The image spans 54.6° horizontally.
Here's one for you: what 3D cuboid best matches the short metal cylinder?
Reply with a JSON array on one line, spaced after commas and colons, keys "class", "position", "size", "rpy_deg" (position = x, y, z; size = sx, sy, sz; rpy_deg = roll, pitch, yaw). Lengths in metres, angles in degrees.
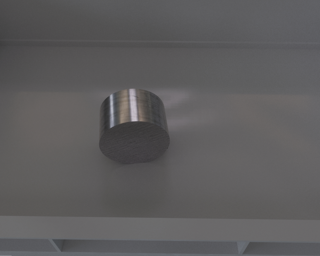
[{"class": "short metal cylinder", "position": [-0.031, 0.000, 0.370], "size": [0.080, 0.080, 0.050], "rpy_deg": [-5, 50, -4]}]
